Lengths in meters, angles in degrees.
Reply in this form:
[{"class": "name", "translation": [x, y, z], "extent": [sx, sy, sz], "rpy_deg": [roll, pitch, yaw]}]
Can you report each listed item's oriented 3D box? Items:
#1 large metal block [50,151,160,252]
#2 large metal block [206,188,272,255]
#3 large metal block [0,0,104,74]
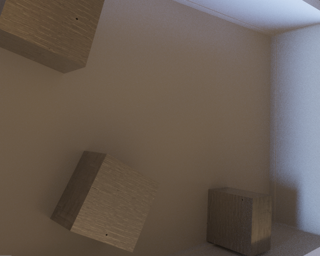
[{"class": "large metal block", "translation": [-0.058, 0.080, 0.342], "extent": [0.080, 0.050, 0.080], "rpy_deg": [36, 68, -34]}, {"class": "large metal block", "translation": [0.119, 0.138, 0.471], "extent": [0.050, 0.080, 0.080], "rpy_deg": [5, 87, -40]}, {"class": "large metal block", "translation": [-0.109, -0.108, 0.299], "extent": [0.080, 0.050, 0.080], "rpy_deg": [21, 77, -38]}]
